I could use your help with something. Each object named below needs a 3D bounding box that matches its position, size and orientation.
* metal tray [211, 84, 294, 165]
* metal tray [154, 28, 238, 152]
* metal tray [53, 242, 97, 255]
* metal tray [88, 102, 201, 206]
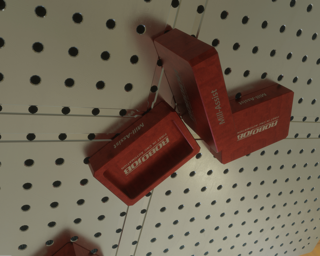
[{"bbox_3d":[0.142,-0.006,0.480,0.131,0.030,0.090,-20,126,-17],"label":"metal tray"},{"bbox_3d":[0.043,-0.043,0.365,0.030,0.090,0.130,-31,129,-9],"label":"metal tray"},{"bbox_3d":[-0.154,0.241,0.472,0.130,0.030,0.090,-40,129,-1],"label":"metal tray"},{"bbox_3d":[-0.018,0.037,0.420,0.130,0.030,0.090,-39,129,-2],"label":"metal tray"}]
